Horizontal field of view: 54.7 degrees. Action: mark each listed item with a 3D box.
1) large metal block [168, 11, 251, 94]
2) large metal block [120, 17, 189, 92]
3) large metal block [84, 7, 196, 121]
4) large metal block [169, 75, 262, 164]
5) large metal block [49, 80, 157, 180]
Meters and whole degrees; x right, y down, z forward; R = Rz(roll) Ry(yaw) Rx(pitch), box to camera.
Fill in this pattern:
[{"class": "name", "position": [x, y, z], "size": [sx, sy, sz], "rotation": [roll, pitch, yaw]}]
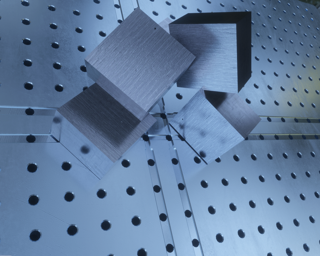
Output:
[{"class": "large metal block", "position": [0.063, -0.092, 0.374], "size": [0.080, 0.079, 0.050], "rotation": [11, 37, 30]}, {"class": "large metal block", "position": [-0.008, -0.091, 0.424], "size": [0.050, 0.080, 0.080], "rotation": [41, 51, -1]}, {"class": "large metal block", "position": [-0.022, -0.067, 0.338], "size": [0.080, 0.050, 0.080], "rotation": [41, 76, -1]}, {"class": "large metal block", "position": [0.072, -0.010, 0.417], "size": [0.080, 0.080, 0.050], "rotation": [47, 51, 4]}, {"class": "large metal block", "position": [-0.065, -0.002, 0.359], "size": [0.080, 0.050, 0.080], "rotation": [43, 51, 1]}]
